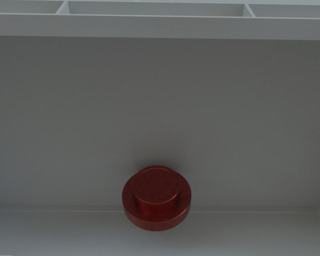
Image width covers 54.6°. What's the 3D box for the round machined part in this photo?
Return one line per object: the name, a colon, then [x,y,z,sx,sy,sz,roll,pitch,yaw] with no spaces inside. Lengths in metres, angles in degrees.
round machined part: [-0.005,0.091,0.439,0.099,0.098,0.042,-1,130,1]
